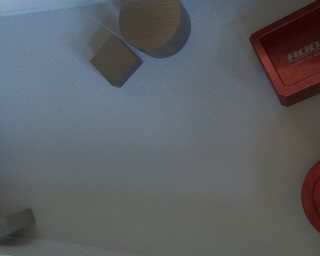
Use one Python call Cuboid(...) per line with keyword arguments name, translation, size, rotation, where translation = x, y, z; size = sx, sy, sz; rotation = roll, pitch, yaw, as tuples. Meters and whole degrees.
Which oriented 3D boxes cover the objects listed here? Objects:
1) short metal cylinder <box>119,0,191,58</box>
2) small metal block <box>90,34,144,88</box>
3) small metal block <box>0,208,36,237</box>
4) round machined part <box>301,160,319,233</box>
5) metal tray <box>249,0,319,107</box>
Cuboid(name="short metal cylinder", translation=(-0.005, -0.135, 0.398), size=(0.080, 0.050, 0.079), rotation=(0, 90, 19))
Cuboid(name="small metal block", translation=(-0.060, -0.092, 0.431), size=(0.050, 0.025, 0.050), rotation=(-46, 76, 14))
Cuboid(name="small metal block", translation=(-0.232, 0.149, 0.477), size=(0.050, 0.050, 0.025), rotation=(-24, 82, 18))
Cuboid(name="round machined part", translation=(0.204, 0.072, 0.326), size=(0.098, 0.042, 0.097), rotation=(0, 91, 27))
Cuboid(name="metal tray", translation=(0.175, -0.090, 0.330), size=(0.130, 0.030, 0.090), rotation=(-25, 62, 18))
